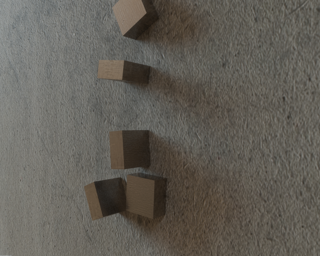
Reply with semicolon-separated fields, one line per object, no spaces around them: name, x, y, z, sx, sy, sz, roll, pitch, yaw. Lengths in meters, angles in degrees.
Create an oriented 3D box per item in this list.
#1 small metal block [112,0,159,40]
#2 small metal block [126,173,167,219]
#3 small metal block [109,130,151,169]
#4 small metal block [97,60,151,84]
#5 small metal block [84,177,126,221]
small metal block;-0.035;-0.162;0.434;0.050;0.025;0.050;-32;70;35
small metal block;-0.019;0.090;0.421;0.050;0.025;0.050;4;93;40
small metal block;-0.040;0.029;0.422;0.025;0.050;0.050;-6;86;40
small metal block;-0.050;-0.078;0.430;0.050;0.050;0.025;11;97;39
small metal block;-0.077;0.103;0.453;0.025;0.050;0.050;-29;72;36
